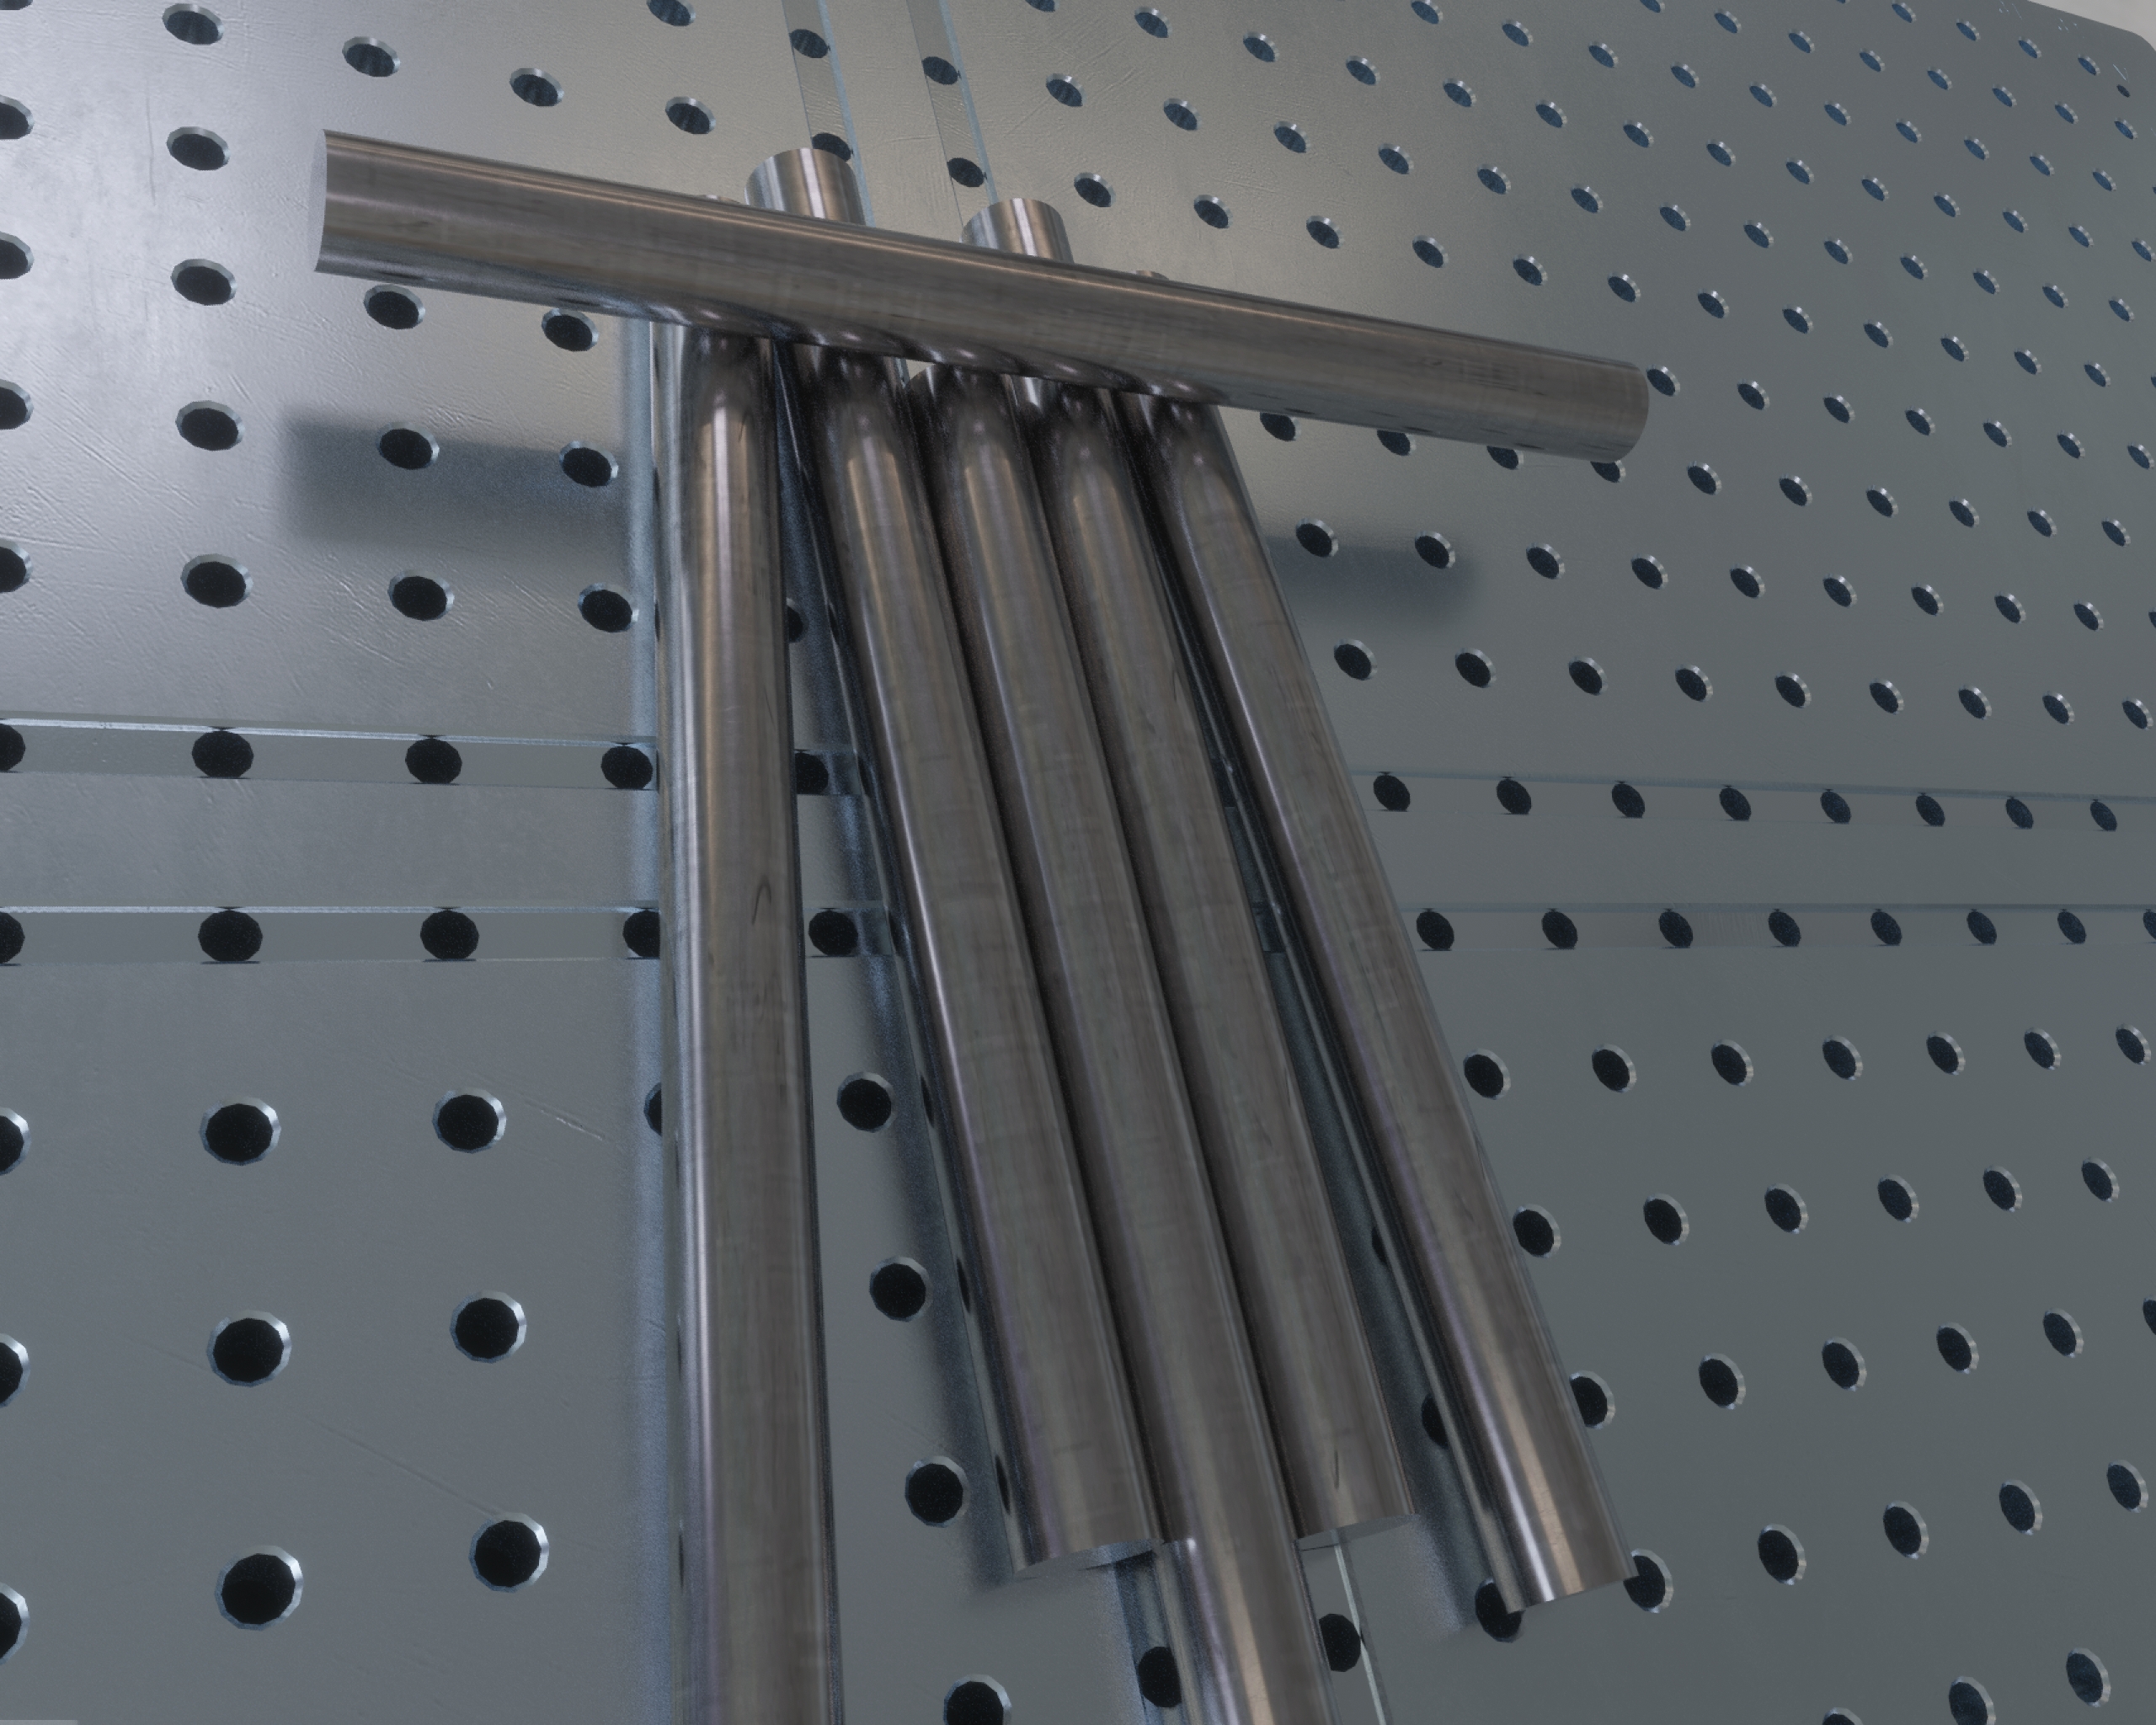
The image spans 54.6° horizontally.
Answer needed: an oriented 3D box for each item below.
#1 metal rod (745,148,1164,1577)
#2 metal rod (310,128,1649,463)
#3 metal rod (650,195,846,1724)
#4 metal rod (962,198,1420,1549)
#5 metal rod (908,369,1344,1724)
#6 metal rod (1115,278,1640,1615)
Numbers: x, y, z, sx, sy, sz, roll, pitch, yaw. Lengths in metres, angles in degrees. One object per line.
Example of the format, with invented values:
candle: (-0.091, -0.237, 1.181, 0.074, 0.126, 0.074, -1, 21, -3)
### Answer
metal rod: (-0.030, -0.018, 0.403, 0.025, 0.025, 0.299, 1, 61, -28)
metal rod: (-0.002, -0.115, 0.444, 0.302, 0.025, 0.025, 2, 61, -27)
metal rod: (-0.062, -0.002, 0.374, 0.025, 0.025, 0.299, 7, 59, -25)
metal rod: (0.016, -0.015, 0.427, 0.025, 0.025, 0.299, 1, 61, -28)
metal rod: (0.005, 0.031, 0.391, 0.025, 0.025, 0.299, 1, 62, -28)
metal rod: (0.050, 0.000, 0.435, 0.025, 0.025, 0.299, -2, 63, -29)
